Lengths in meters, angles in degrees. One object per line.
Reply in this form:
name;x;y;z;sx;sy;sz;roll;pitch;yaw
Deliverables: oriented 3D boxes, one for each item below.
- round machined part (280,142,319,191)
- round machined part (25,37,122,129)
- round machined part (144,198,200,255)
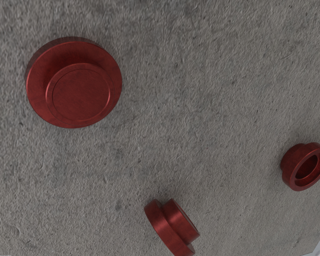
round machined part;0.268;0.068;0.584;0.099;0.042;0.097;-14;124;-21
round machined part;-0.086;-0.041;0.323;0.099;0.042;0.097;-14;124;-21
round machined part;0.023;0.144;0.461;0.042;0.098;0.098;-38;129;-3
